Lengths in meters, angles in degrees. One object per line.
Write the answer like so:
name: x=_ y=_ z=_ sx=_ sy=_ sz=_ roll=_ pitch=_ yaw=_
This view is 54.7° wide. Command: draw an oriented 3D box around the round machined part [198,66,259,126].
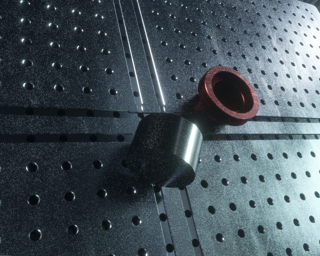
round machined part: x=0.101 y=-0.045 z=0.481 sx=0.099 sy=0.042 sz=0.098 roll=14 pitch=56 yaw=-21

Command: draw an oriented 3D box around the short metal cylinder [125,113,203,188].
short metal cylinder: x=0.006 y=0.027 z=0.361 sx=0.080 sy=0.080 sz=0.050 roll=27 pitch=52 yaw=-12
